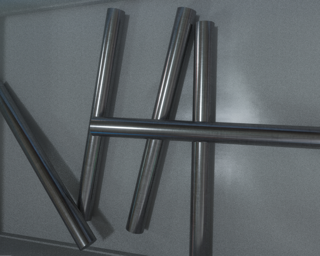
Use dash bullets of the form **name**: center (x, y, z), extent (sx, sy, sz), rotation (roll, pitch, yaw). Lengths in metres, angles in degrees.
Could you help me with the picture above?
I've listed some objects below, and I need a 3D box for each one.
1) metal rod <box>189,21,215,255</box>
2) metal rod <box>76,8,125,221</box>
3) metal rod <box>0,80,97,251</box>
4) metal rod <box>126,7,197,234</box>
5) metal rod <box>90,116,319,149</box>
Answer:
- **metal rod**: center (0.053, 0.018, 0.391), extent (0.025, 0.025, 0.298), rotation (1, 90, 19)
- **metal rod**: center (-0.086, -0.016, 0.439), extent (0.025, 0.025, 0.298), rotation (11, 94, 19)
- **metal rod**: center (-0.182, 0.042, 0.456), extent (0.025, 0.025, 0.300), rotation (-43, 71, 15)
- **metal rod**: center (0.000, -0.006, 0.409), extent (0.025, 0.025, 0.298), rotation (15, 95, 19)
- **metal rod**: center (0.066, 0.005, 0.362), extent (0.301, 0.025, 0.025), rotation (3, 91, 10)
